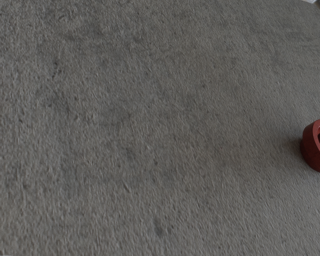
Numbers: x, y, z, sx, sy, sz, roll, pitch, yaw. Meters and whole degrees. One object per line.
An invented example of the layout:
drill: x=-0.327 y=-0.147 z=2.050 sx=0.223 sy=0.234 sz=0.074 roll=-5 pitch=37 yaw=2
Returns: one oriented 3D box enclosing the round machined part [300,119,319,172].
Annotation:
round machined part: x=0.279 y=0.037 z=0.524 sx=0.099 sy=0.042 sz=0.098 roll=14 pitch=56 yaw=-21
